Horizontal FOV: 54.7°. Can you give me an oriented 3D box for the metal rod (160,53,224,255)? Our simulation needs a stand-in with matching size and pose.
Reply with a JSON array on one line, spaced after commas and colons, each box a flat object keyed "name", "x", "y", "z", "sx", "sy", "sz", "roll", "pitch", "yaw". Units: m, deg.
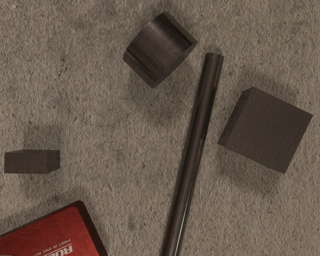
[{"name": "metal rod", "x": 0.040, "y": 0.050, "z": 0.410, "sx": 0.025, "sy": 0.025, "sz": 0.298, "roll": 13, "pitch": 90, "yaw": -1}]

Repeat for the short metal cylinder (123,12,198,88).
[{"name": "short metal cylinder", "x": 0.000, "y": -0.095, "z": 0.382, "sx": 0.080, "sy": 0.080, "sz": 0.050, "roll": -45, "pitch": 91, "yaw": 0}]

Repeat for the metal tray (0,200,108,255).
[{"name": "metal tray", "x": -0.147, "y": 0.163, "z": 0.406, "sx": 0.131, "sy": 0.030, "sz": 0.090, "roll": -24, "pitch": 90, "yaw": -1}]

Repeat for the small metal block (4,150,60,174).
[{"name": "small metal block", "x": -0.161, "y": 0.042, "z": 0.395, "sx": 0.050, "sy": 0.050, "sz": 0.025, "roll": 1, "pitch": 90, "yaw": -1}]

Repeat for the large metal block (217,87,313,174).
[{"name": "large metal block", "x": 0.132, "y": 0.003, "z": 0.399, "sx": 0.080, "sy": 0.050, "sz": 0.080, "roll": 26, "pitch": 90, "yaw": -1}]
